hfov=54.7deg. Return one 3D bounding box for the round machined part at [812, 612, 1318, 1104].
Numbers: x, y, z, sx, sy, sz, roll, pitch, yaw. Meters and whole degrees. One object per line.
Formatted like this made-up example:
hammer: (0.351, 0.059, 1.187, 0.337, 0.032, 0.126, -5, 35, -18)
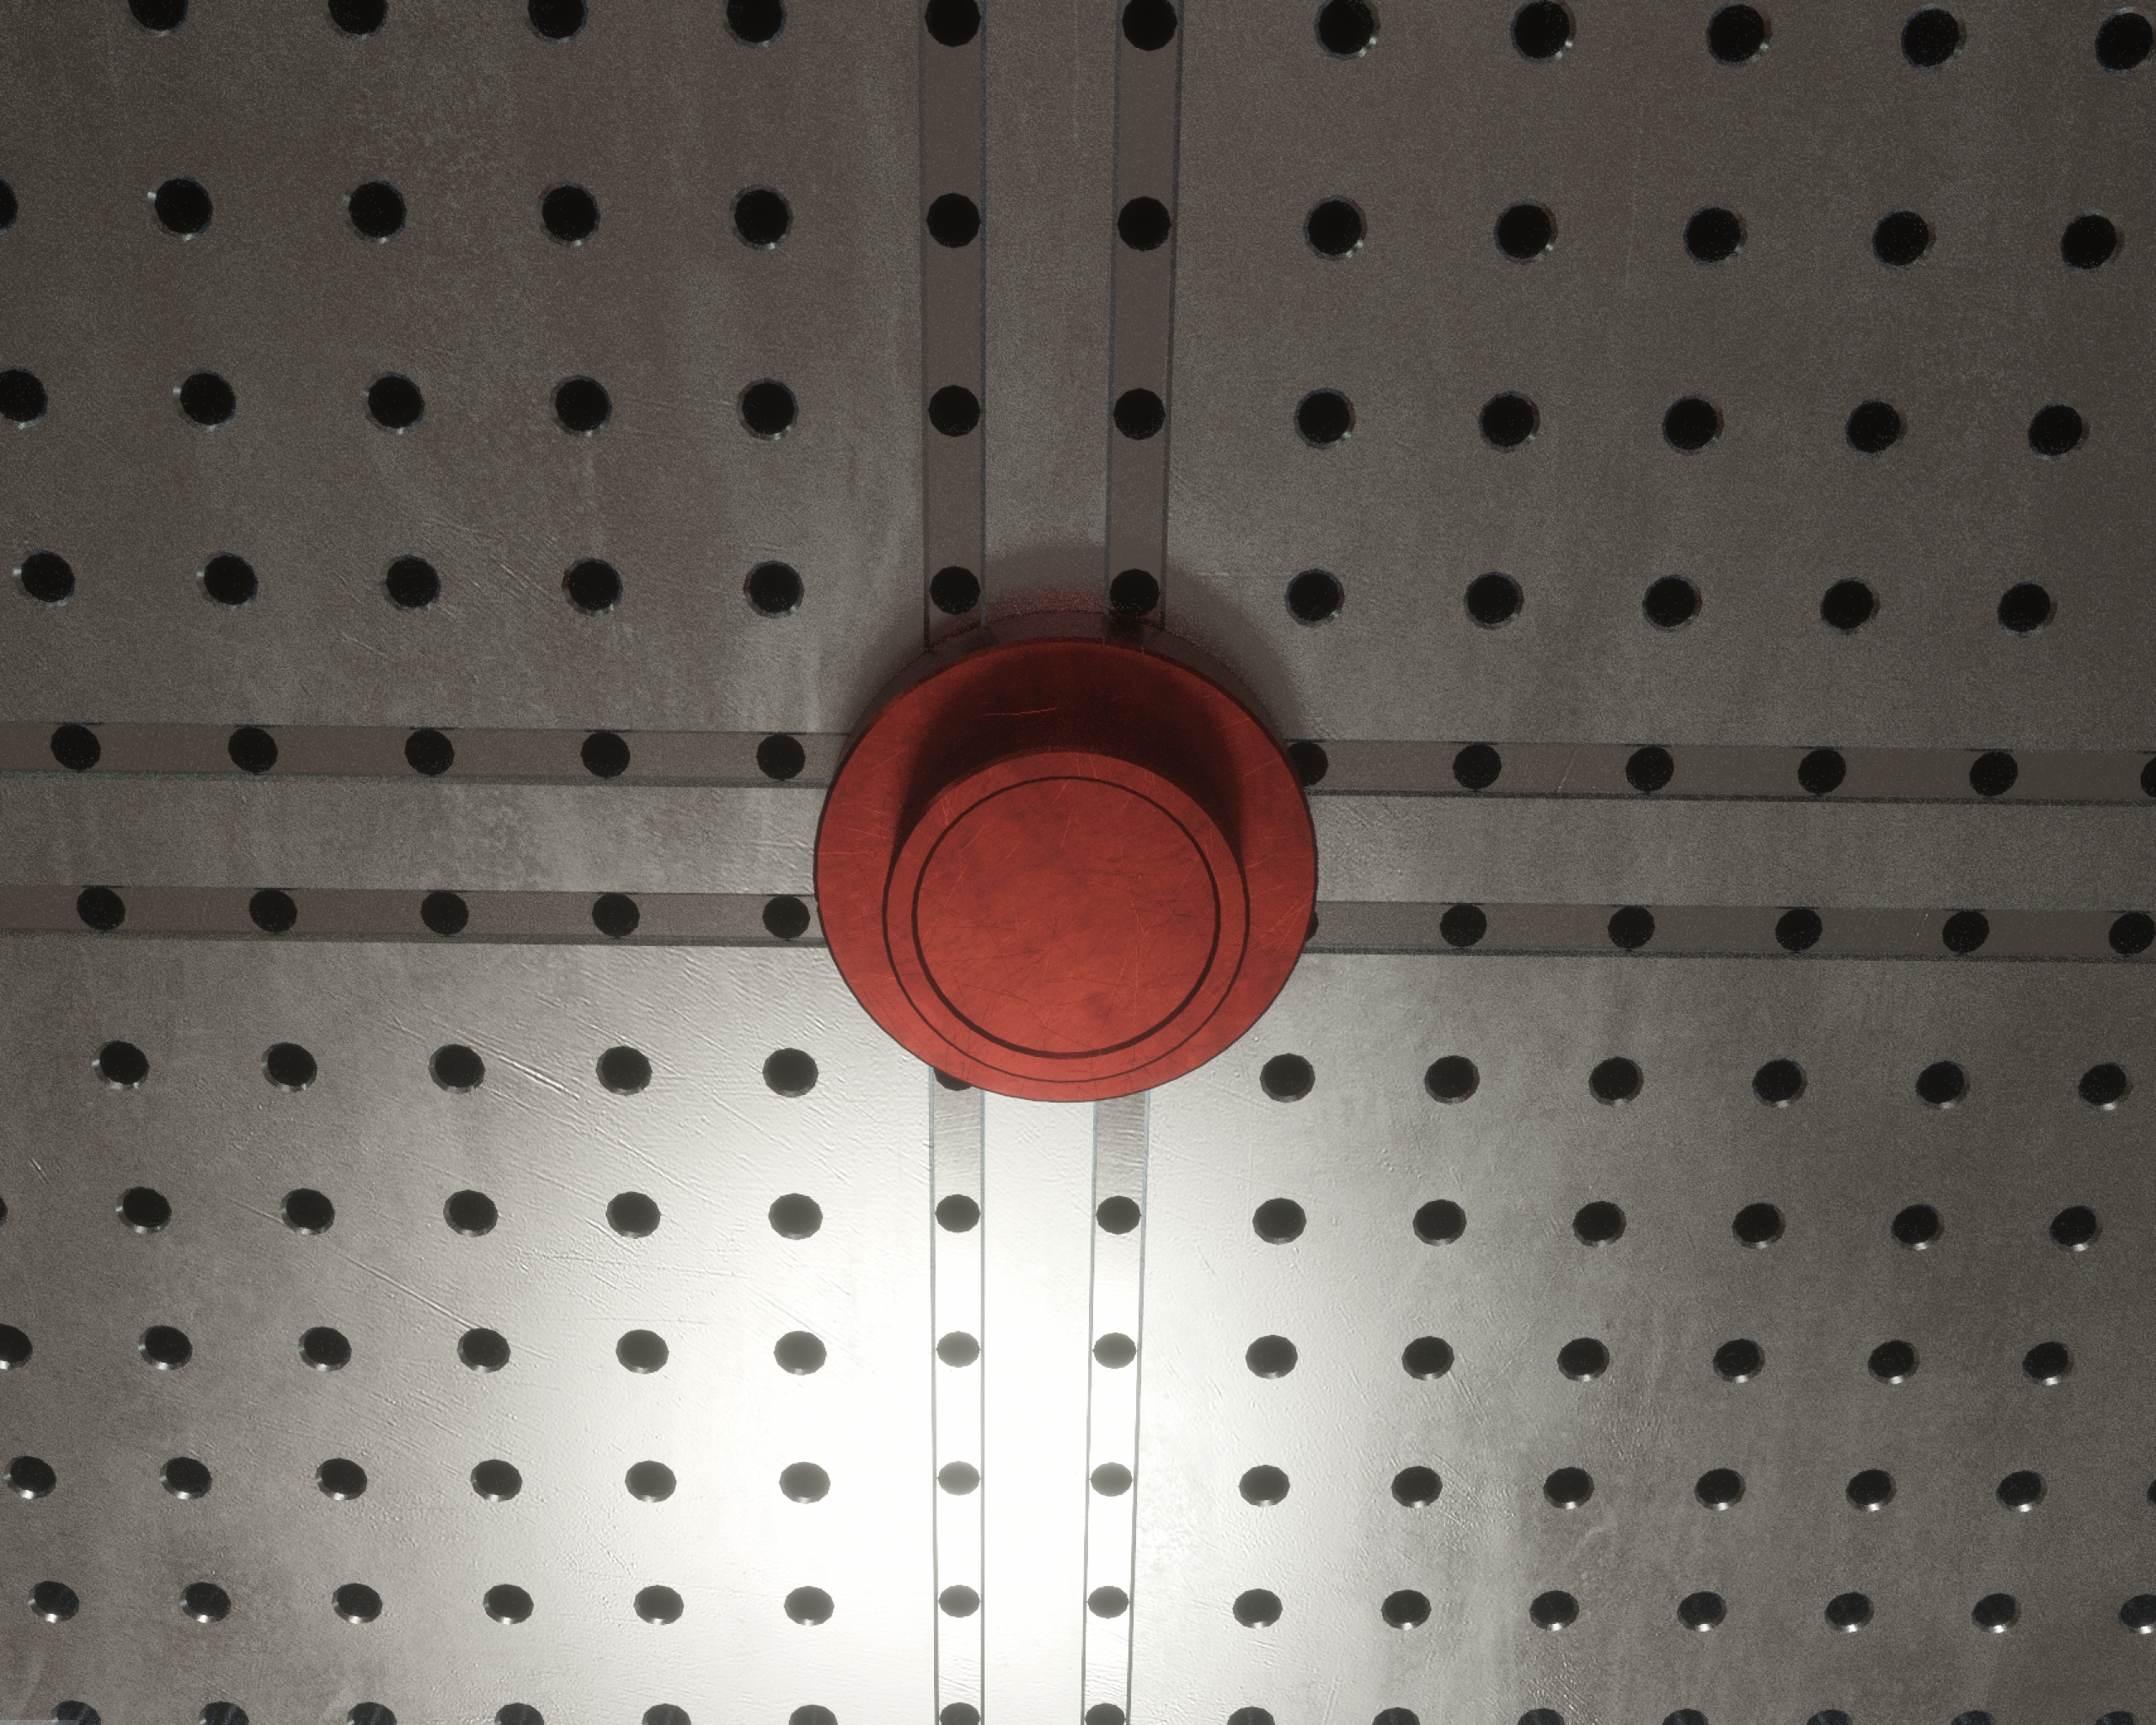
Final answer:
round machined part: (-0.002, 0.004, 0.405, 0.099, 0.042, 0.097, 0, 110, -1)
